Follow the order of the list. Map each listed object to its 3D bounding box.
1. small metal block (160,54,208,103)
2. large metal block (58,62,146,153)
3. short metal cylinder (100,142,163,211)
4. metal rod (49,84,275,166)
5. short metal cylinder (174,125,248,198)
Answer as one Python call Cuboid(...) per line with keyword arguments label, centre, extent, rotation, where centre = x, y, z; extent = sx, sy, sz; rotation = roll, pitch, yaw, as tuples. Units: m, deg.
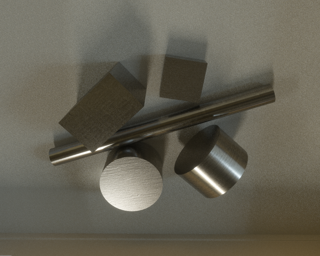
Cuboid(label="small metal block", centre=(0.028, -0.062, 0.387), extent=(0.050, 0.025, 0.050), rotation=(8, 110, -4))
Cuboid(label="large metal block", centre=(-0.064, -0.028, 0.370), extent=(0.080, 0.080, 0.050), rotation=(-41, 105, 13))
Cuboid(label="short metal cylinder", centre=(-0.037, 0.064, 0.419), extent=(0.081, 0.050, 0.079), rotation=(0, 110, -1))
Cuboid(label="metal rod", centre=(-0.001, -0.002, 0.409), extent=(0.301, 0.025, 0.025), rotation=(-16, 110, 5))
Cuboid(label="short metal cylinder", centre=(0.064, 0.042, 0.397), extent=(0.050, 0.080, 0.080), rotation=(41, 105, -14))
